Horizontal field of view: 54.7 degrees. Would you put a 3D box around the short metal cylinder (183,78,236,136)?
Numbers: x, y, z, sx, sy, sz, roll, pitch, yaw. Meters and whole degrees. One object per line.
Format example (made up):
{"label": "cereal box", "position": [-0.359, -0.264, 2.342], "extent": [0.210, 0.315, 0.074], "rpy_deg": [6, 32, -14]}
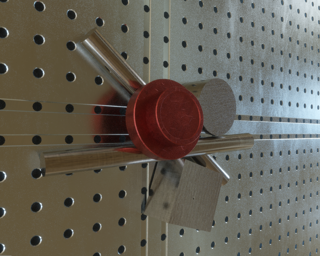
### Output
{"label": "short metal cylinder", "position": [0.065, -0.029, 0.449], "extent": [0.081, 0.050, 0.079], "rpy_deg": [0, 90, -40]}

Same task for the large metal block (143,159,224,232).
{"label": "large metal block", "position": [0.034, 0.090, 0.421], "extent": [0.080, 0.050, 0.080], "rpy_deg": [26, 74, -38]}

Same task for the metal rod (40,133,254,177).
{"label": "metal rod", "position": [0.008, 0.028, 0.394], "extent": [0.303, 0.025, 0.025], "rpy_deg": [-4, 93, -33]}

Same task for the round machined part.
{"label": "round machined part", "position": [0.013, -0.011, 0.367], "extent": [0.099, 0.042, 0.097], "rpy_deg": [7, 78, -33]}

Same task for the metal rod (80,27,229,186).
{"label": "metal rod", "position": [0.010, -0.010, 0.420], "extent": [0.300, 0.025, 0.025], "rpy_deg": [46, 62, -31]}
